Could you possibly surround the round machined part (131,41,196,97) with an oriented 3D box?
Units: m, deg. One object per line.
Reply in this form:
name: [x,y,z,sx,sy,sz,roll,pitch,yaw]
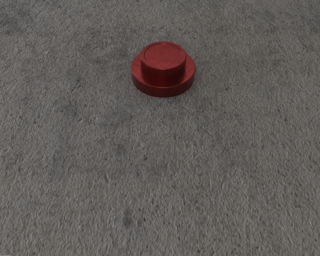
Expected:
round machined part: [0.005,-0.095,0.473,0.099,0.042,0.098,0,50,0]
